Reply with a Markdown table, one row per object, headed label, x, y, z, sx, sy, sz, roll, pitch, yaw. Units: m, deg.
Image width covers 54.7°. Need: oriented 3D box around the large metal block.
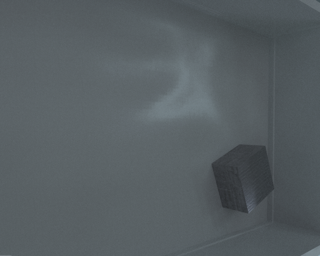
| label | x | y | z | sx | sy | sz | roll | pitch | yaw |
| --- | --- | --- | --- | --- | --- | --- | --- | --- | --- |
| large metal block | 0.138 | 0.080 | 0.509 | 0.081 | 0.050 | 0.080 | -26 | 107 | -37 |
